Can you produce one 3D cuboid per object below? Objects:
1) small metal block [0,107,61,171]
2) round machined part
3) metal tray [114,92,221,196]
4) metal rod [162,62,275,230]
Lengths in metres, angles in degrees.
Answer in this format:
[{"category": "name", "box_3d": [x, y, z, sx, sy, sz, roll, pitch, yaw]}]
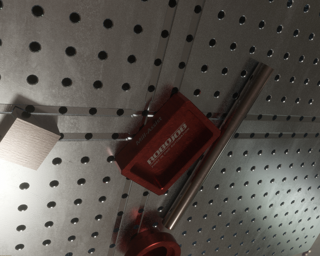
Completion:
[{"category": "small metal block", "box_3d": [-0.147, 0.013, 0.340, 0.050, 0.025, 0.050, 30, 101, -38]}, {"category": "round machined part", "box_3d": [-0.018, 0.212, 0.524, 0.099, 0.042, 0.097, -14, 125, -21]}, {"category": "metal tray", "box_3d": [0.012, 0.025, 0.432, 0.130, 0.030, 0.090, -47, 130, 4]}, {"category": "metal rod", "box_3d": [0.084, 0.037, 0.482, 0.025, 0.025, 0.298, 17, 109, -35]}]
